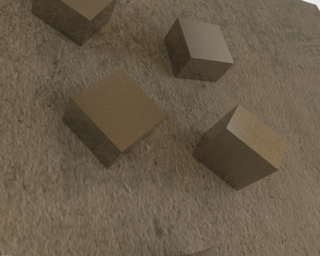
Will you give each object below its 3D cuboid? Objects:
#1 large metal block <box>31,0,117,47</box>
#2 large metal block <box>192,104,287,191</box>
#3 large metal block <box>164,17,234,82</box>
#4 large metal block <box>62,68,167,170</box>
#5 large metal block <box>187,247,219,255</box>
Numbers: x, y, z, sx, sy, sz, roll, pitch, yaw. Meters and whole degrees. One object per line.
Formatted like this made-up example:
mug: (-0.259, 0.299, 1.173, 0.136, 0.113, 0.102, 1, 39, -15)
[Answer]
large metal block: (-0.117, -0.174, 0.432, 0.080, 0.050, 0.080, 34, 51, -6)
large metal block: (0.103, 0.028, 0.409, 0.080, 0.080, 0.050, 38, 51, -3)
large metal block: (0.061, -0.124, 0.498, 0.081, 0.050, 0.080, 0, 62, -28)
large metal block: (-0.054, -0.012, 0.367, 0.080, 0.050, 0.080, 47, 51, 4)
large metal block: (0.031, 0.175, 0.299, 0.081, 0.050, 0.080, -17, 71, -35)
